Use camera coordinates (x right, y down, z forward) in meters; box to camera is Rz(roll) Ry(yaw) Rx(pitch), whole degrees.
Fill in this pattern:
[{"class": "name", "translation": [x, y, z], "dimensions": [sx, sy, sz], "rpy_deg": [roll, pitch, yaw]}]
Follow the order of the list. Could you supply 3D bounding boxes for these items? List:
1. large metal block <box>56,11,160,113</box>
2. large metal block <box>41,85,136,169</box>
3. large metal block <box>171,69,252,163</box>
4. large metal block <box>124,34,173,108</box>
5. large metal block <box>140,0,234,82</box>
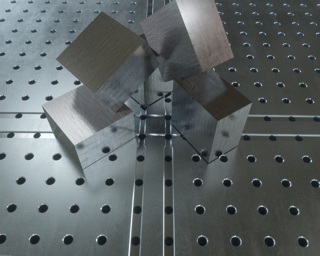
[{"class": "large metal block", "translation": [-0.062, -0.079, 0.372], "dimensions": [0.080, 0.050, 0.080], "rpy_deg": [40, 86, 28]}, {"class": "large metal block", "translation": [-0.089, -0.008, 0.396], "dimensions": [0.081, 0.050, 0.080], "rpy_deg": [-32, 57, -25]}, {"class": "large metal block", "translation": [0.059, -0.018, 0.386], "dimensions": [0.050, 0.080, 0.080], "rpy_deg": [-27, 56, -21]}, {"class": "large metal block", "translation": [-0.008, -0.089, 0.445], "dimensions": [0.080, 0.080, 0.050], "rpy_deg": [-34, 58, -26]}, {"class": "large metal block", "translation": [0.030, -0.106, 0.369], "dimensions": [0.050, 0.080, 0.080], "rpy_deg": [-29, 13, -28]}]
